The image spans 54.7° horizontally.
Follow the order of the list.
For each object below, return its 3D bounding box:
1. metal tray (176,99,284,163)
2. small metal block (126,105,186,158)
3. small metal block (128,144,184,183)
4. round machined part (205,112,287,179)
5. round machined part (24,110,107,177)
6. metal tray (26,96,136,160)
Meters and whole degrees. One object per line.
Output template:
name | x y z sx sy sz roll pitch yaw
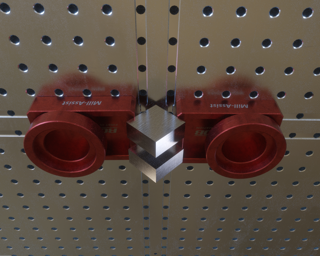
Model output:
metal tray | 0.086 0.006 0.415 0.131 0.030 0.089 0 131 -1
small metal block | -0.005 0.002 0.378 0.050 0.050 0.025 33 139 32
small metal block | -0.005 0.036 0.407 0.050 0.050 0.025 33 139 32
round machined part | 0.107 0.018 0.400 0.099 0.042 0.097 0 130 0
round machined part | -0.117 0.016 0.396 0.099 0.042 0.097 0 130 0
metal tray | -0.095 0.002 0.411 0.131 0.030 0.089 -1 132 0
